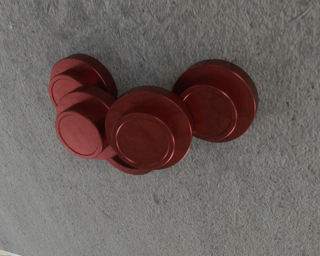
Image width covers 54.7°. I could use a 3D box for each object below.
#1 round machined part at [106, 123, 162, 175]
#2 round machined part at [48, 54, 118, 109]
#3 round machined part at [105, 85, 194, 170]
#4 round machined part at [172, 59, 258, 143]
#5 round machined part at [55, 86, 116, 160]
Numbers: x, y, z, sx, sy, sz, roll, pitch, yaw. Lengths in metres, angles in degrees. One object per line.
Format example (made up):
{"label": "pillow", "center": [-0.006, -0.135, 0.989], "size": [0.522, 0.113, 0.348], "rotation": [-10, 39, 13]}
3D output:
{"label": "round machined part", "center": [-0.036, 0.013, 0.423], "size": [0.098, 0.042, 0.097], "rotation": [13, 124, 20]}
{"label": "round machined part", "center": [-0.111, -0.048, 0.423], "size": [0.098, 0.042, 0.097], "rotation": [13, 124, 20]}
{"label": "round machined part", "center": [-0.014, 0.006, 0.340], "size": [0.098, 0.042, 0.097], "rotation": [5, 117, 10]}
{"label": "round machined part", "center": [0.057, -0.024, 0.350], "size": [0.098, 0.042, 0.097], "rotation": [13, 124, 20]}
{"label": "round machined part", "center": [-0.090, 0.000, 0.388], "size": [0.098, 0.042, 0.097], "rotation": [13, 124, 20]}
